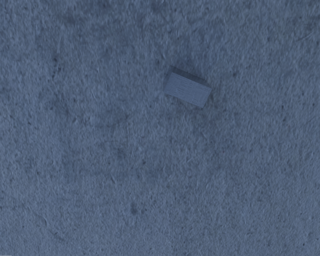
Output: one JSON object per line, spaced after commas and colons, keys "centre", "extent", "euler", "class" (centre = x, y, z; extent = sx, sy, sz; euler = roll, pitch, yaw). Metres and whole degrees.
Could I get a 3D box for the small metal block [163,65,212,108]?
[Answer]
{"centre": [0.032, -0.052, 0.378], "extent": [0.050, 0.050, 0.025], "euler": [21, 109, -8], "class": "small metal block"}
